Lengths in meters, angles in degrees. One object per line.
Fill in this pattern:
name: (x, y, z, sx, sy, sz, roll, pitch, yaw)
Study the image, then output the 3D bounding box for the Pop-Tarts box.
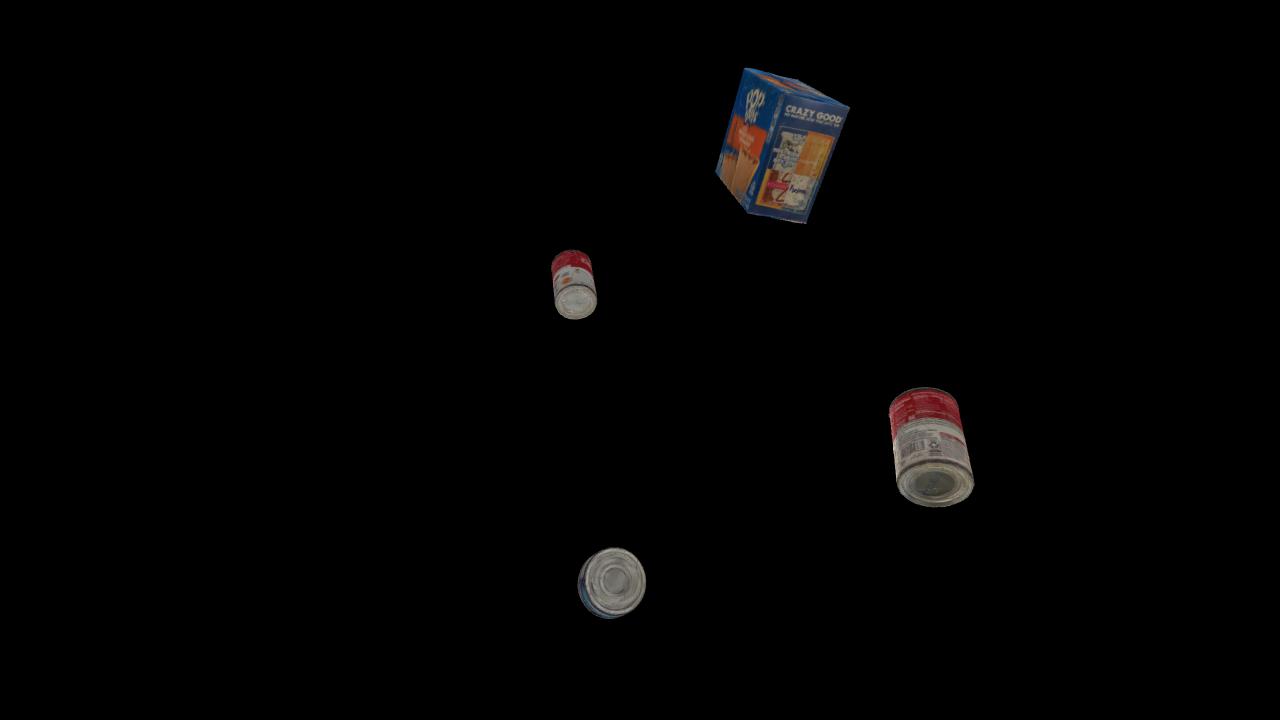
Pop-Tarts box: (0.169, -0.272, 0.774, 0.083, 0.141, 0.167, 6, 33, -14)

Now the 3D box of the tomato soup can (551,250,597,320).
tomato soup can: (-0.105, -0.120, 0.975, 0.068, 0.068, 0.101, 0, 41, -11)

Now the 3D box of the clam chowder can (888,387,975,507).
clam chowder can: (0.286, 0.085, 0.609, 0.068, 0.068, 0.102, 0, 39, 17)

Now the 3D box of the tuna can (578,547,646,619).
tuna can: (-0.035, 0.283, 0.783, 0.084, 0.084, 0.034, 0, -26, -21)
